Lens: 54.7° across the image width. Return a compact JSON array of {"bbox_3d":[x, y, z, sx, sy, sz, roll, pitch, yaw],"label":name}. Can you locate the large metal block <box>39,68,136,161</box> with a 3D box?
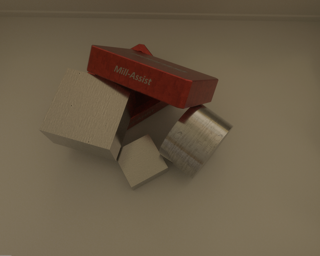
[{"bbox_3d":[-0.080,-0.015,0.365,0.080,0.050,0.080,16,71,5],"label":"large metal block"}]

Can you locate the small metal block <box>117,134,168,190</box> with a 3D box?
[{"bbox_3d":[-0.024,0.043,0.392,0.050,0.025,0.050,-27,73,-10],"label":"small metal block"}]

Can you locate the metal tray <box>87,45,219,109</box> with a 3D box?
[{"bbox_3d":[-0.008,-0.063,0.365,0.130,0.091,0.030,24,110,23],"label":"metal tray"}]

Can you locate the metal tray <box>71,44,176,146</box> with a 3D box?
[{"bbox_3d":[-0.054,-0.047,0.421,0.131,0.030,0.090,-32,74,-12],"label":"metal tray"}]

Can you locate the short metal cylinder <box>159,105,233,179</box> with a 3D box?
[{"bbox_3d":[0.044,0.015,0.375,0.050,0.080,0.080,38,74,12],"label":"short metal cylinder"}]
